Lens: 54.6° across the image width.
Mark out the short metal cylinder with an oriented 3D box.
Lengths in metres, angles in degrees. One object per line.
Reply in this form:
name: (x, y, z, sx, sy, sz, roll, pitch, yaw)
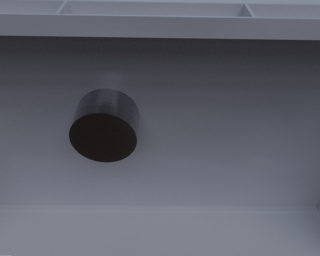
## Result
short metal cylinder: (-0.068, -0.002, 0.390, 0.080, 0.050, 0.080, 0, 130, 0)
